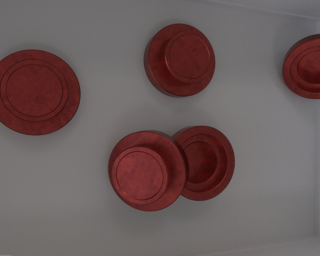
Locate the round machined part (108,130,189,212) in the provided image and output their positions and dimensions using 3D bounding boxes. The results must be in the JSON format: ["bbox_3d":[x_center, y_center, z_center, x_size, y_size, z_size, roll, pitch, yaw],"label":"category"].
[{"bbox_3d":[-0.017,0.052,0.369,0.098,0.042,0.097,1,95,16],"label":"round machined part"}]

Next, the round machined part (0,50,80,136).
[{"bbox_3d":[-0.140,-0.040,0.350,0.099,0.042,0.097,0,90,-20],"label":"round machined part"}]

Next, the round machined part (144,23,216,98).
[{"bbox_3d":[0.031,-0.091,0.413,0.099,0.042,0.097,0,90,-20],"label":"round machined part"}]

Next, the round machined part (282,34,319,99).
[{"bbox_3d":[0.239,-0.096,0.470,0.098,0.098,0.042,47,41,-14],"label":"round machined part"}]

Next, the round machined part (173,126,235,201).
[{"bbox_3d":[0.048,0.046,0.419,0.099,0.042,0.097,0,90,-20],"label":"round machined part"}]
